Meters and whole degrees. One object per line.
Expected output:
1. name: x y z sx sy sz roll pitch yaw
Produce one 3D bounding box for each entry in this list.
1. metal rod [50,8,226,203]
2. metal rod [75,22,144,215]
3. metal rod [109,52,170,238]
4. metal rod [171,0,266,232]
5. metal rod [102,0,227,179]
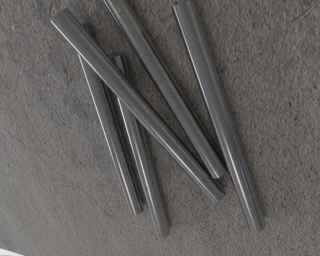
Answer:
1. metal rod: -0.016 -0.016 0.382 0.025 0.025 0.300 -29 110 37
2. metal rod: -0.069 0.004 0.445 0.025 0.025 0.298 1 119 28
3. metal rod: -0.025 0.041 0.445 0.025 0.025 0.298 1 119 27
4. metal rod: 0.077 0.002 0.367 0.025 0.025 0.299 -9 114 32
5. metal rod: -0.001 -0.065 0.366 0.025 0.025 0.299 -23 107 36
